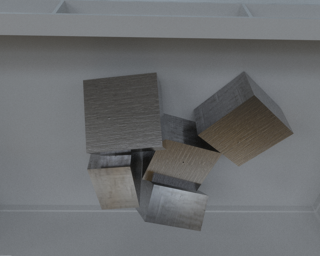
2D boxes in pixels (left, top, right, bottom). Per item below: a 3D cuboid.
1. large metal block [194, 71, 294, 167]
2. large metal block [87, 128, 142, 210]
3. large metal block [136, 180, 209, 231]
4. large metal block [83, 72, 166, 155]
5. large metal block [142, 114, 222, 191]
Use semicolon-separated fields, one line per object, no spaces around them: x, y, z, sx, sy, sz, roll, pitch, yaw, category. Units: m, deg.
0.101;-0.009;0.385;0.080;0.050;0.080;36;121;-27;large metal block
-0.056;0.051;0.414;0.050;0.080;0.080;-4;130;3;large metal block
0.014;0.108;0.455;0.081;0.080;0.050;14;86;-14;large metal block
-0.038;-0.013;0.352;0.080;0.080;0.050;-5;172;5;large metal block
0.027;0.035;0.422;0.081;0.050;0.079;15;129;-13;large metal block
